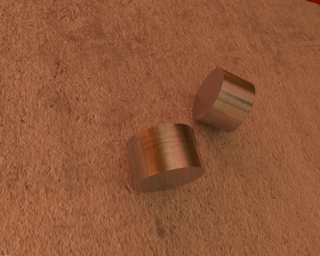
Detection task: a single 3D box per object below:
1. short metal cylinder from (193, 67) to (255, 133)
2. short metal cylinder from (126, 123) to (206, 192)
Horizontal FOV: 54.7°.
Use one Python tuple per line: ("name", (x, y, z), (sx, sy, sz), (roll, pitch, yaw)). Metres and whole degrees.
("short metal cylinder", (0.089, -0.039, 0.440), (0.050, 0.080, 0.080), (23, 53, -15))
("short metal cylinder", (0.006, 0.036, 0.350), (0.081, 0.080, 0.050), (0, 62, -28))
